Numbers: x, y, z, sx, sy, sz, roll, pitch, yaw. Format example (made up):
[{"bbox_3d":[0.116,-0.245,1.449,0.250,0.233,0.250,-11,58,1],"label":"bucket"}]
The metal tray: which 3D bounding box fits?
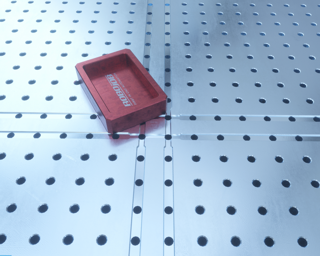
[{"bbox_3d":[-0.058,-0.059,0.452,0.091,0.030,0.130,-22,54,-18],"label":"metal tray"}]
